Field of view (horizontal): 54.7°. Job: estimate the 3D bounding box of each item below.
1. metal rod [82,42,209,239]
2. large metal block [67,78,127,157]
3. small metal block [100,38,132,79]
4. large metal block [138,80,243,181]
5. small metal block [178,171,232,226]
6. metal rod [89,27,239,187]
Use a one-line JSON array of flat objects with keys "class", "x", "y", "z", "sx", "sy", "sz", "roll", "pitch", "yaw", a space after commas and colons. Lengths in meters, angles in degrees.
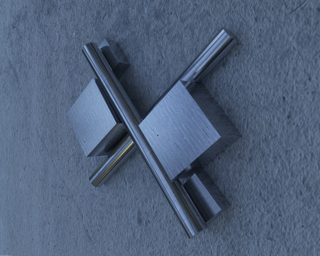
[{"class": "metal rod", "x": -0.031, "y": -0.001, "z": 0.398, "sx": 0.025, "sy": 0.025, "sz": 0.299, "roll": -47, "pitch": 62, "yaw": 30}, {"class": "large metal block", "x": -0.083, "y": -0.014, "z": 0.457, "sx": 0.080, "sy": 0.050, "sz": 0.080, "roll": -44, "pitch": 64, "yaw": 31}, {"class": "small metal block", "x": -0.077, "y": -0.098, "z": 0.471, "sx": 0.050, "sy": 0.025, "sz": 0.050, "roll": -45, "pitch": 63, "yaw": 31}, {"class": "large metal block", "x": 0.033, "y": 0.003, "z": 0.363, "sx": 0.080, "sy": 0.050, "sz": 0.080, "roll": -47, "pitch": 62, "yaw": 30}, {"class": "small metal block", "x": 0.048, "y": 0.087, "z": 0.368, "sx": 0.050, "sy": 0.025, "sz": 0.050, "roll": -50, "pitch": 61, "yaw": 28}, {"class": "metal rod", "x": -0.011, "y": -0.010, "z": 0.417, "sx": 0.299, "sy": 0.025, "sz": 0.025, "roll": -46, "pitch": 63, "yaw": 30}]
